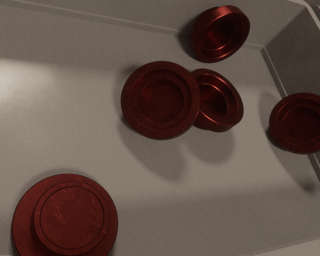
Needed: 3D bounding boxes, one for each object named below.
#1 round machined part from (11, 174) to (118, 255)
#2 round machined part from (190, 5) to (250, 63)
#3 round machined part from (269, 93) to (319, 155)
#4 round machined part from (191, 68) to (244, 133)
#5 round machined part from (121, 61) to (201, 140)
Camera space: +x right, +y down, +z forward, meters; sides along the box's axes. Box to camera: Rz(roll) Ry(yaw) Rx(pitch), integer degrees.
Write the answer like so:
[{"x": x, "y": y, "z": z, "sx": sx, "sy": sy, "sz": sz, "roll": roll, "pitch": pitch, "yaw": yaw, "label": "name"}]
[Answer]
[{"x": -0.086, "y": 0.089, "z": 0.295, "sx": 0.099, "sy": 0.042, "sz": 0.098, "roll": 14, "pitch": 56, "yaw": -21, "label": "round machined part"}, {"x": 0.094, "y": -0.158, "z": 0.510, "sx": 0.099, "sy": 0.097, "sz": 0.042, "roll": -5, "pitch": 52, "yaw": -31, "label": "round machined part"}, {"x": 0.231, "y": -0.005, "z": 0.502, "sx": 0.042, "sy": 0.098, "sz": 0.098, "roll": 28, "pitch": 39, "yaw": -61, "label": "round machined part"}, {"x": 0.070, "y": -0.036, "z": 0.454, "sx": 0.099, "sy": 0.042, "sz": 0.098, "roll": 17, "pitch": 53, "yaw": -23, "label": "round machined part"}, {"x": 0.003, "y": -0.032, "z": 0.397, "sx": 0.099, "sy": 0.042, "sz": 0.097, "roll": -1, "pitch": 82, "yaw": 7, "label": "round machined part"}]
